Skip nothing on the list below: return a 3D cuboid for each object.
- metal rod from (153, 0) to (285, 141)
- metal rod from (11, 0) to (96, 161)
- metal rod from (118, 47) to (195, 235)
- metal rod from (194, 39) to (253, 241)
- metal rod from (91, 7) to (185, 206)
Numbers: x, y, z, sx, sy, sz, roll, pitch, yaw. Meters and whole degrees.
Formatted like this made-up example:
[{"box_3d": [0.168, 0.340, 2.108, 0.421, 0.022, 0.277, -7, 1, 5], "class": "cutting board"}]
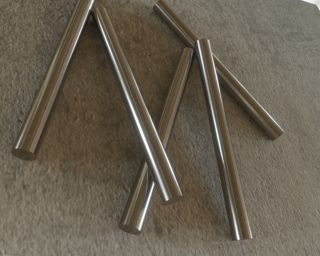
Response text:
[{"box_3d": [0.094, -0.100, 0.517, 0.300, 0.025, 0.025, 49, 51, 6], "class": "metal rod"}, {"box_3d": [-0.122, -0.096, 0.397, 0.025, 0.025, 0.300, 20, 54, -17], "class": "metal rod"}, {"box_3d": [0.007, -0.007, 0.413, 0.025, 0.025, 0.300, 28, 52, -11], "class": "metal rod"}, {"box_3d": [0.084, 0.000, 0.437, 0.025, 0.025, 0.299, 5, 63, -26], "class": "metal rod"}, {"box_3d": [-0.038, -0.047, 0.393, 0.025, 0.025, 0.299, -5, 58, -31], "class": "metal rod"}]
